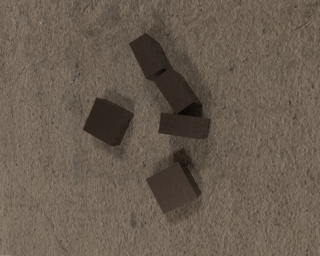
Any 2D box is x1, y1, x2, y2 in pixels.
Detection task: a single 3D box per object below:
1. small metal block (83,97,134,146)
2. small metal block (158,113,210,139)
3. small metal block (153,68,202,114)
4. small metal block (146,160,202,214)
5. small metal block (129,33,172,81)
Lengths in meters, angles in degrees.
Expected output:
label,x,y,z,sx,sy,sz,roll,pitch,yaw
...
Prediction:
label,x,y,z,sx,sy,sz,roll,pitch,yaw
small metal block,-0.072,-0.009,0.433,0.050,0.025,0.050,28,99,17
small metal block,0.032,-0.003,0.384,0.050,0.050,0.025,8,93,19
small metal block,0.024,-0.044,0.387,0.025,0.050,0.050,-36,79,16
small metal block,0.018,0.076,0.402,0.050,0.025,0.050,-31,80,17
small metal block,-0.009,-0.088,0.398,0.025,0.050,0.050,-29,81,18
